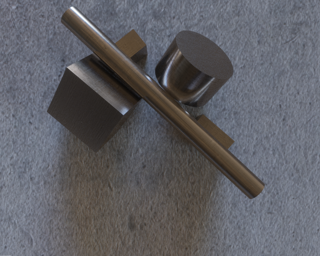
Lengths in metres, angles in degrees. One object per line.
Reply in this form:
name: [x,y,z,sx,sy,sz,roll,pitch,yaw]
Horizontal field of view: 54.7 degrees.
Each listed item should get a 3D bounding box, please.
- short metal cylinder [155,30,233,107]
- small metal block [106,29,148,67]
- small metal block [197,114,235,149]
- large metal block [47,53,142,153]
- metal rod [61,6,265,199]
short metal cylinder: [0.041,-0.072,0.378,0.080,0.080,0.050,39,131,0]
small metal block: [-0.044,-0.095,0.398,0.050,0.050,0.025,-39,90,0]
small metal block: [0.063,0.009,0.396,0.050,0.050,0.025,41,90,-1]
large metal block: [-0.080,-0.030,0.380,0.080,0.050,0.080,41,130,-1]
metal rod: [0.004,-0.029,0.361,0.300,0.025,0.025,43,90,-1]
